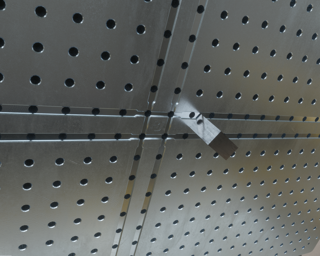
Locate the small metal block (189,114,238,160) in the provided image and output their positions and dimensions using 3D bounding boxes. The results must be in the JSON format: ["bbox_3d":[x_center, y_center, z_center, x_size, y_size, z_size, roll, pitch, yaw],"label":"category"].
[{"bbox_3d":[0.077,0.013,0.444,0.025,0.050,0.050,-48,129,5],"label":"small metal block"}]
